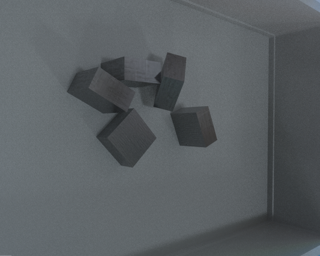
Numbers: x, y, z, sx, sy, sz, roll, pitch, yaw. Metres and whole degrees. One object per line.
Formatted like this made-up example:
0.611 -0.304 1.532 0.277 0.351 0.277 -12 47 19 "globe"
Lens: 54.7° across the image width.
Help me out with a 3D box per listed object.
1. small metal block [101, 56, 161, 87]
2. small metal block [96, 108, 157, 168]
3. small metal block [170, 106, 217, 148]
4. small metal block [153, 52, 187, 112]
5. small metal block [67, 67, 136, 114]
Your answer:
-0.035 -0.064 0.363 0.050 0.050 0.025 0 91 -40 "small metal block"
-0.039 0.012 0.375 0.050 0.025 0.050 -51 120 -28 "small metal block"
0.047 -0.002 0.432 0.025 0.050 0.050 -29 108 -37 "small metal block"
0.013 -0.058 0.389 0.025 0.050 0.050 14 46 -6 "small metal block"
-0.064 -0.039 0.338 0.050 0.050 0.025 33 70 -36 "small metal block"
